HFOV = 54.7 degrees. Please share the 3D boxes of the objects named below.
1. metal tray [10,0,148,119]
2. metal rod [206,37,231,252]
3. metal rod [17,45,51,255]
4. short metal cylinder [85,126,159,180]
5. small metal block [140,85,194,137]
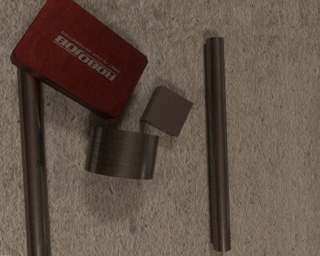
[{"bbox_3d":[-0.088,-0.079,0.359,0.130,0.030,0.090,33,72,-26],"label":"metal tray"},{"bbox_3d":[0.083,0.023,0.441,0.025,0.025,0.298,-2,91,-20],"label":"metal rod"},{"bbox_3d":[-0.144,0.057,0.356,0.025,0.025,0.298,-3,91,-20],"label":"metal rod"},{"bbox_3d":[-0.044,0.028,0.364,0.081,0.080,0.050,9,87,-20],"label":"short metal cylinder"},{"bbox_3d":[0.009,-0.022,0.413,0.050,0.025,0.050,28,81,-18],"label":"small metal block"}]
